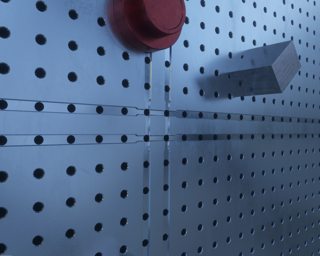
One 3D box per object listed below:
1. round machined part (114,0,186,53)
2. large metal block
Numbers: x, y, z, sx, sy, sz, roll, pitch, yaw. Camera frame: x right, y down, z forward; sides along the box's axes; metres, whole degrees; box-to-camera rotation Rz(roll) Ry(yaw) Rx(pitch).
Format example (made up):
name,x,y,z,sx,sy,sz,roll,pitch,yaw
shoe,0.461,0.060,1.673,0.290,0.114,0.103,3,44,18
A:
name,x,y,z,sx,sy,sz,roll,pitch,yaw
round machined part,-0.005,-0.149,0.393,0.099,0.042,0.097,0,90,-40
large metal block,0.176,-0.098,0.521,0.080,0.080,0.050,-46,118,-30
